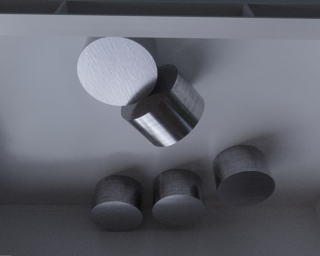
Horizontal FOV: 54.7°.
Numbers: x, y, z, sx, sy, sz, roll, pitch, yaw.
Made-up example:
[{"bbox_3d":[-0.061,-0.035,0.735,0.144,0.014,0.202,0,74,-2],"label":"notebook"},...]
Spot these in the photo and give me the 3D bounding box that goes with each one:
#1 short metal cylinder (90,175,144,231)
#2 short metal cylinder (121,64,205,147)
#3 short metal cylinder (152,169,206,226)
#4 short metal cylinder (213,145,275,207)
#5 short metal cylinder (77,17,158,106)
[{"bbox_3d":[-0.067,0.121,0.495,0.081,0.050,0.079,0,130,0],"label":"short metal cylinder"},{"bbox_3d":[0.003,-0.025,0.351,0.080,0.080,0.050,-31,124,23],"label":"short metal cylinder"},{"bbox_3d":[0.029,0.109,0.486,0.081,0.050,0.079,0,130,0],"label":"short metal cylinder"},{"bbox_3d":[0.121,0.071,0.454,0.081,0.050,0.079,0,130,0],"label":"short metal cylinder"},{"bbox_3d":[-0.043,-0.071,0.332,0.081,0.050,0.079,0,130,0],"label":"short metal cylinder"}]
